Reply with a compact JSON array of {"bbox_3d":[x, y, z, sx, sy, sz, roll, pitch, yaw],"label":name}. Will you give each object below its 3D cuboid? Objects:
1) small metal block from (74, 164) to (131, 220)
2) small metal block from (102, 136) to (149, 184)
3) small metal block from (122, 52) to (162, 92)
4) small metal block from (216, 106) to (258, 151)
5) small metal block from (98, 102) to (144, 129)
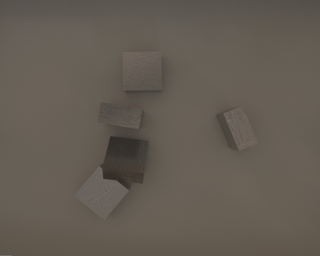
[{"bbox_3d":[-0.075,0.084,0.411,0.050,0.025,0.050,40,90,-1],"label":"small metal block"},{"bbox_3d":[-0.043,0.041,0.398,0.050,0.025,0.050,7,49,-1],"label":"small metal block"},{"bbox_3d":[-0.023,-0.073,0.411,0.050,0.025,0.050,-1,90,-1],"label":"small metal block"},{"bbox_3d":[0.098,0.000,0.400,0.025,0.050,0.050,-23,90,0],"label":"small metal block"},{"bbox_3d":[-0.048,-0.015,0.398,0.050,0.050,0.025,9,90,-1],"label":"small metal block"}]
